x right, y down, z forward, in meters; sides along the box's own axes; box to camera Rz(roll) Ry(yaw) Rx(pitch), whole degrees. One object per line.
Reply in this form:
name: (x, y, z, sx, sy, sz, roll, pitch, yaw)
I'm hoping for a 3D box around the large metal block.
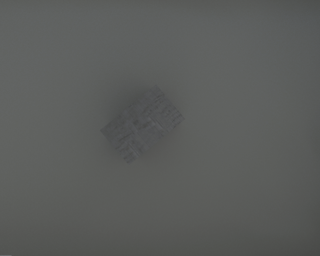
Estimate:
large metal block: (-0.019, -0.004, 0.381, 0.080, 0.080, 0.050, -40, 90, 0)
